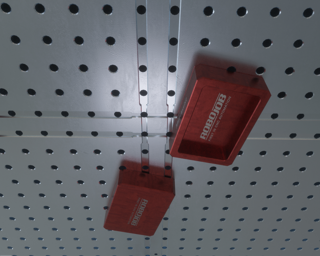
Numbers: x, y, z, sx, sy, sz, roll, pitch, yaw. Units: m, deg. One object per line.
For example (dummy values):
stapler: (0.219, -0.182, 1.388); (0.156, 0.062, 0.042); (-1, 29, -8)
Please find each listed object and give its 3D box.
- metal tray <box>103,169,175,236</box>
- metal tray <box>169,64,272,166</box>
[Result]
metal tray: (-0.037, 0.128, 0.517); (0.091, 0.030, 0.129); (13, 129, -11)
metal tray: (0.071, -0.010, 0.399); (0.091, 0.030, 0.129); (10, 129, -9)
